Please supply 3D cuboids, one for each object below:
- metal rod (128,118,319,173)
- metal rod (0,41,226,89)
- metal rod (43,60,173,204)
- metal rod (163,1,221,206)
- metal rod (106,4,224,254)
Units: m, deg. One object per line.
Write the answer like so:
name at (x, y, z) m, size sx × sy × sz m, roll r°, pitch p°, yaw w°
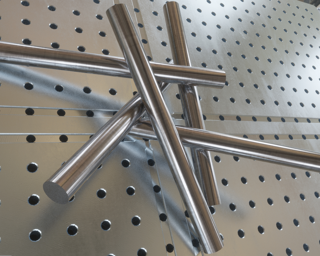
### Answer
metal rod at (0.092, 0.022, 0.384) m, size 0.302 × 0.025 × 0.025 m, roll 11°, pitch 55°, yaw 1°
metal rod at (-0.063, -0.077, 0.385) m, size 0.302 × 0.025 × 0.025 m, roll 5°, pitch 59°, yaw -13°
metal rod at (-0.029, -0.023, 0.371) m, size 0.025 × 0.025 × 0.301 m, roll 39°, pitch 39°, yaw -2°
metal rod at (0.040, -0.044, 0.429) m, size 0.025 × 0.025 × 0.299 m, roll 0°, pitch 71°, yaw -29°
metal rod at (0.006, 0.001, 0.358) m, size 0.025 × 0.025 × 0.299 m, roll -23°, pitch 91°, yaw -36°
